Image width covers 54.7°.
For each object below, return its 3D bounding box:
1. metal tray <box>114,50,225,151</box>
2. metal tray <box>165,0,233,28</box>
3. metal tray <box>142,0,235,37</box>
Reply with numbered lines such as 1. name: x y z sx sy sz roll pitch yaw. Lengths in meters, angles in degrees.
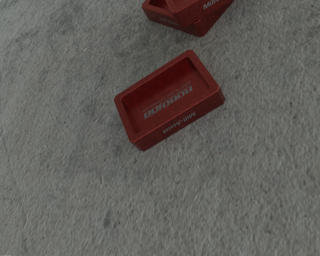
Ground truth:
1. metal tray: 0.009 -0.038 0.418 0.130 0.030 0.090 -31 52 7
2. metal tray: 0.070 -0.212 0.454 0.130 0.030 0.090 -27 53 10
3. metal tray: 0.043 -0.205 0.502 0.130 0.030 0.090 33 80 38
